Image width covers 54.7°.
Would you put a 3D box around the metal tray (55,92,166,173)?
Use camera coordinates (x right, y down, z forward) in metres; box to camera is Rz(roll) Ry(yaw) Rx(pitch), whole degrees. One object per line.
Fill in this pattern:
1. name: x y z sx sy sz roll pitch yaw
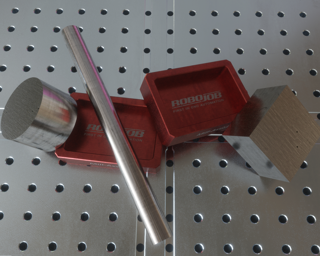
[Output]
1. metal tray: -0.060 0.006 0.406 0.131 0.030 0.090 6 70 2

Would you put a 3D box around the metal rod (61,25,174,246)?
1. metal rod: -0.060 -0.006 0.381 0.025 0.025 0.299 -24 72 -8

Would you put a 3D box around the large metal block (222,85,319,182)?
1. large metal block: 0.138 0.006 0.378 0.080 0.050 0.080 45 74 -18

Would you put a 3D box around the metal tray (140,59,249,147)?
1. metal tray: 0.050 -0.036 0.402 0.131 0.030 0.090 -14 70 -23

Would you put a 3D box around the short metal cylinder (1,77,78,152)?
1. short metal cylinder: -0.149 -0.016 0.384 0.080 0.050 0.080 -16 61 31
